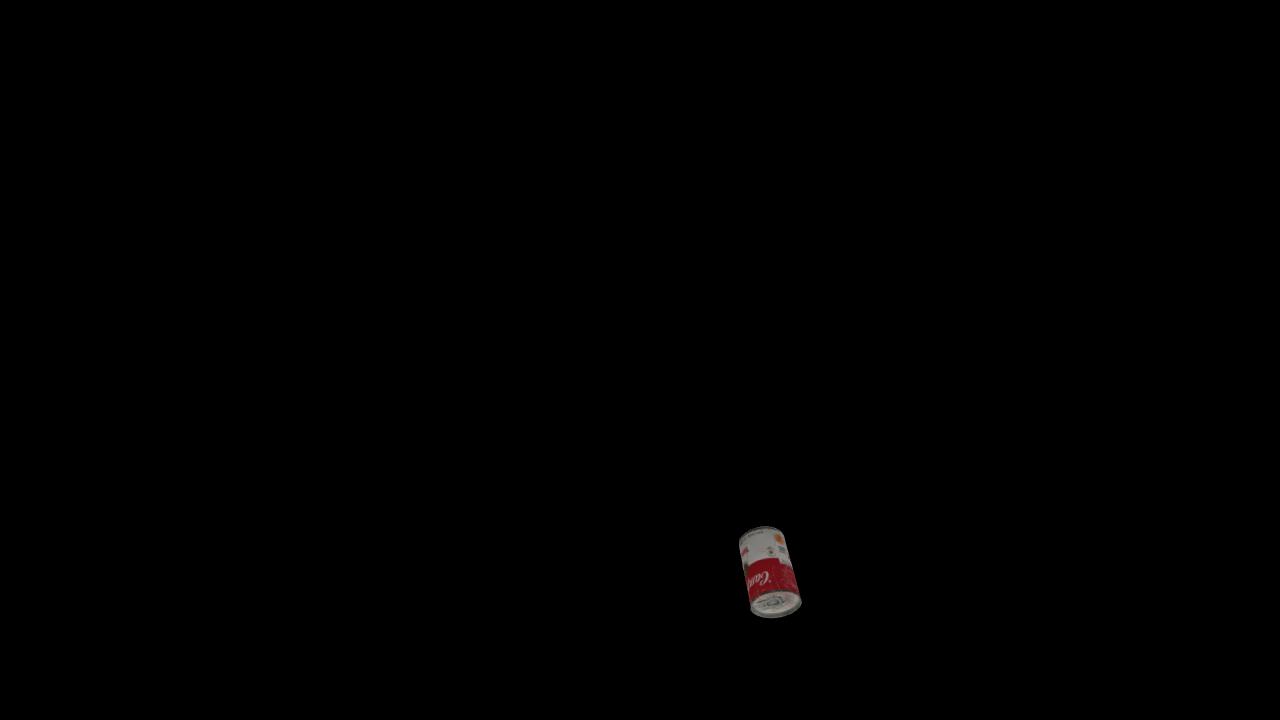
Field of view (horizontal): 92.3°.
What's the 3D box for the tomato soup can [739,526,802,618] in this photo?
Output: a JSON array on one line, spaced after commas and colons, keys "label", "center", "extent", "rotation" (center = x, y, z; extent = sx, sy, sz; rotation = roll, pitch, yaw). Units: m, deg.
[{"label": "tomato soup can", "center": [0.175, 0.287, 0.838], "extent": [0.068, 0.068, 0.101], "rotation": [0, 40, -3]}]
